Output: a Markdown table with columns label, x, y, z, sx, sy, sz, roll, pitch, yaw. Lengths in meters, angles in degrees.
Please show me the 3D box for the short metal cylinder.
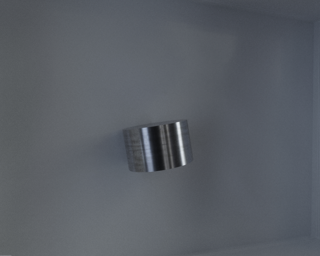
| label | x | y | z | sx | sy | sz | roll | pitch | yaw |
| --- | --- | --- | --- | --- | --- | --- | --- | --- | --- |
| short metal cylinder | -0.003 | 0.020 | 0.381 | 0.081 | 0.080 | 0.050 | -10 | 94 | -20 |
